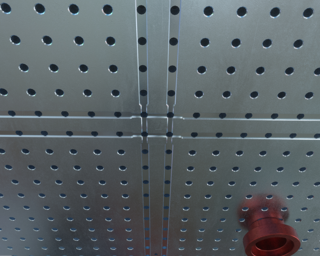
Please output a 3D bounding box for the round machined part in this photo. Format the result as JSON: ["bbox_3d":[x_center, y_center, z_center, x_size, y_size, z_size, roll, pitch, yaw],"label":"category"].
[{"bbox_3d":[0.203,0.204,0.575,0.099,0.042,0.097,0,130,0],"label":"round machined part"}]
